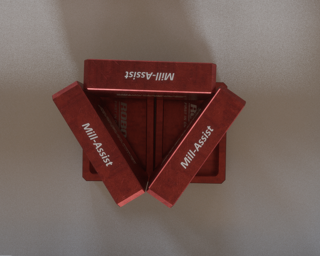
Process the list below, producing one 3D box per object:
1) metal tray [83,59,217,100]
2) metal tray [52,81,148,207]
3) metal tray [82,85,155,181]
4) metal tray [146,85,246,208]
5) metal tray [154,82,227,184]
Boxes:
[{"bbox_3d":[-0.010,-0.051,0.346,0.131,0.090,0.030,2,91,0],"label":"metal tray"},{"bbox_3d":[-0.060,0.015,0.346,0.030,0.090,0.130,-31,90,1],"label":"metal tray"},{"bbox_3d":[-0.053,0.003,0.408,0.091,0.030,0.129,0,89,0],"label":"metal tray"},{"bbox_3d":[0.036,0.018,0.346,0.030,0.090,0.130,35,90,0],"label":"metal tray"},{"bbox_3d":[0.039,0.005,0.408,0.091,0.030,0.129,1,89,0],"label":"metal tray"}]
